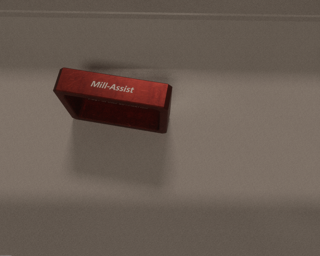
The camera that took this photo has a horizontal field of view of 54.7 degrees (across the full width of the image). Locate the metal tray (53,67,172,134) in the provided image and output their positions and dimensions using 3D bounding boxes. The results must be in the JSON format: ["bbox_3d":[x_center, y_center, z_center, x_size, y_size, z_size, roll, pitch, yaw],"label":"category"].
[{"bbox_3d":[-0.053,-0.031,0.385,0.131,0.090,0.030,9,71,3],"label":"metal tray"}]
